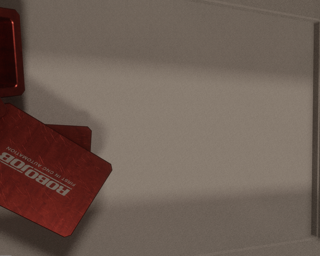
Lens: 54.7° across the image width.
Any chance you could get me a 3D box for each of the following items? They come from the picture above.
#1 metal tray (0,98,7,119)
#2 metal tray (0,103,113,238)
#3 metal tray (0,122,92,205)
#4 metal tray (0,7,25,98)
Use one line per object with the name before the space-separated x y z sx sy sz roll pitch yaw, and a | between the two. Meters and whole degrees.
metal tray | -0.194 -0.012 0.229 0.131 0.030 0.090 -51 139 -39
metal tray | -0.129 0.045 0.328 0.130 0.030 0.090 35 79 -17
metal tray | -0.148 0.039 0.353 0.131 0.030 0.089 3 89 -21
metal tray | -0.192 -0.069 0.285 0.131 0.030 0.089 -23 118 -60
